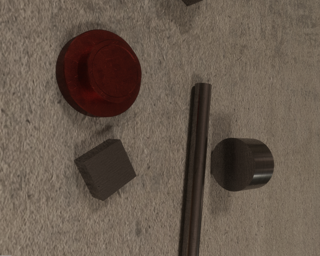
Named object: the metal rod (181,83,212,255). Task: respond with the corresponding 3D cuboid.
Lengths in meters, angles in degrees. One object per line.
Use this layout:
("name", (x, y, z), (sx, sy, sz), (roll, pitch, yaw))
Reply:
("metal rod", (0.052, 0.084, 0.450), (0.025, 0.025, 0.298), (8, 85, -40))

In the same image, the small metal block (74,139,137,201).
("small metal block", (-0.062, 0.046, 0.355), (0.050, 0.025, 0.050), (-34, 112, -35))

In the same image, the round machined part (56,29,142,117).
("round machined part", (-0.060, -0.061, 0.345), (0.099, 0.042, 0.097), (0, 90, -40))

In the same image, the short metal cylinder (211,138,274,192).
("short metal cylinder", (0.126, 0.055, 0.477), (0.050, 0.080, 0.080), (4, 88, -40))

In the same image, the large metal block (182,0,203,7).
("large metal block", (0.044, -0.233, 0.427), (0.080, 0.050, 0.080), (35, 68, -35))
